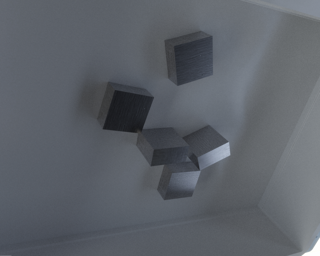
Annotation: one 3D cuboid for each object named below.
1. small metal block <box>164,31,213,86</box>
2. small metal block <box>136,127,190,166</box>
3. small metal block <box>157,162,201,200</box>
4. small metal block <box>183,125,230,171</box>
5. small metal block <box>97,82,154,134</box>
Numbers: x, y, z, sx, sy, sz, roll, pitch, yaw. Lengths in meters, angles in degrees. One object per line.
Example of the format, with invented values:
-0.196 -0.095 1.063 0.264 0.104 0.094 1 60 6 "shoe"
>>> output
0.036 -0.085 0.376 0.050 0.025 0.050 -19 126 -17 "small metal block"
0.003 0.023 0.408 0.050 0.050 0.025 -4 120 -27 "small metal block"
0.029 0.080 0.474 0.050 0.025 0.050 0 119 -29 "small metal block"
0.064 0.027 0.444 0.050 0.050 0.025 -25 127 -13 "small metal block"
-0.042 -0.023 0.371 0.050 0.025 0.050 7 115 -32 "small metal block"
